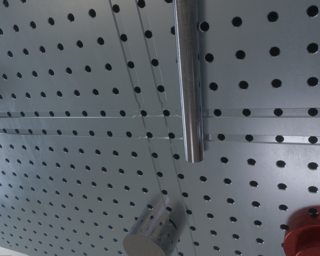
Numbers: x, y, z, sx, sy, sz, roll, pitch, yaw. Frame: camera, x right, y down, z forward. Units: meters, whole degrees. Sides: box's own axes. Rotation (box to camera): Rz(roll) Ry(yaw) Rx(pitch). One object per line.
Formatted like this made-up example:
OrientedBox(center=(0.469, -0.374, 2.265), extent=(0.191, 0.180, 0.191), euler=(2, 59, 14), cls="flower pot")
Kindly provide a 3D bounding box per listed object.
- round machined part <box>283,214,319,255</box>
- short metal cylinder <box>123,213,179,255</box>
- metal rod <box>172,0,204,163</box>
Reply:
OrientedBox(center=(0.208, 0.160, 0.390), extent=(0.098, 0.042, 0.097), euler=(13, 124, 21), cls="round machined part")
OrientedBox(center=(-0.015, 0.190, 0.521), extent=(0.080, 0.050, 0.079), euler=(13, 124, 21), cls="short metal cylinder")
OrientedBox(center=(0.030, -0.091, 0.339), extent=(0.025, 0.025, 0.298), euler=(7, 122, 24), cls="metal rod")
